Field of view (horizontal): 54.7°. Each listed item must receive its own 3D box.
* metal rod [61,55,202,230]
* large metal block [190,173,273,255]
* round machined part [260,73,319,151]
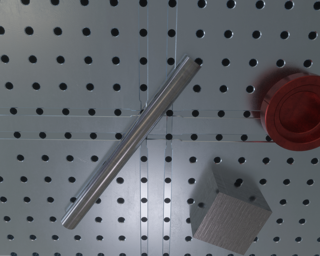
[{"bbox_3d":[-0.047,0.029,0.423,0.025,0.025,0.299,35,106,-12],"label":"metal rod"},{"bbox_3d":[0.098,0.124,0.446,0.080,0.050,0.079,22,109,-8],"label":"large metal block"},{"bbox_3d":[0.178,-0.023,0.397,0.099,0.042,0.097,0,110,0],"label":"round machined part"}]
